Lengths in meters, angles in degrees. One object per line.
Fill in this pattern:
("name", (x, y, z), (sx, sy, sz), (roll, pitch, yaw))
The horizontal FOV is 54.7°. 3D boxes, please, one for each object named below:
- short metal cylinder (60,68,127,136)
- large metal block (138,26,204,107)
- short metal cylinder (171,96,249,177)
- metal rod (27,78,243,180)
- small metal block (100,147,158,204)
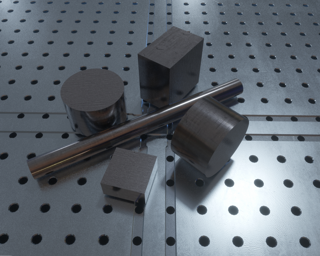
("short metal cylinder", (-0.086, -0.035, 0.415), (0.081, 0.050, 0.080), (0, 50, 0))
("large metal block", (0.016, -0.083, 0.437), (0.050, 0.080, 0.080), (29, 56, 22))
("short metal cylinder", (0.058, 0.010, 0.359), (0.050, 0.080, 0.080), (36, 59, 26))
("metal rod", (-0.018, -0.006, 0.408), (0.302, 0.025, 0.025), (-23, 54, -18))
("small metal block", (-0.034, 0.054, 0.357), (0.050, 0.025, 0.050), (12, 51, 9))
